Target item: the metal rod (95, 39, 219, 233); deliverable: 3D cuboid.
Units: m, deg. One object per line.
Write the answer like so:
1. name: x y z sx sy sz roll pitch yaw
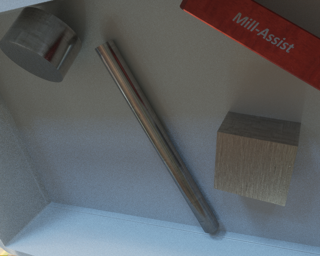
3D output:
1. metal rod: 0.003 0.022 0.418 0.025 0.025 0.299 -19 109 35

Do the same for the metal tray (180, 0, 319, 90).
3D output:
1. metal tray: 0.089 -0.083 0.265 0.130 0.090 0.030 33 115 6

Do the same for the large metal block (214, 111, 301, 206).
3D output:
1. large metal block: 0.110 0.033 0.355 0.080 0.050 0.079 11 123 22

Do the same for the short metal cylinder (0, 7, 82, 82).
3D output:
1. short metal cylinder: -0.145 -0.100 0.381 0.080 0.050 0.080 21 162 8
